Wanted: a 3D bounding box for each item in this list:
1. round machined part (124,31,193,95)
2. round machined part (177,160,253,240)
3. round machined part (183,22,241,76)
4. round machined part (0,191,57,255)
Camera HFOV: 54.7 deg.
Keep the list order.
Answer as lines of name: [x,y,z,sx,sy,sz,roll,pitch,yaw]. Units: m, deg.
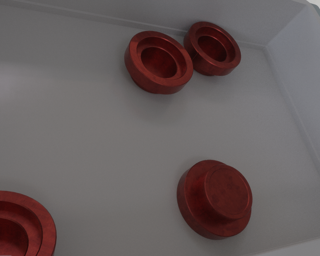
round machined part: [-0.005,-0.088,0.446,0.099,0.042,0.098,14,56,-21]
round machined part: [0.074,0.084,0.383,0.099,0.042,0.098,14,56,-21]
round machined part: [0.082,-0.126,0.515,0.099,0.042,0.098,14,56,-21]
round machined part: [-0.136,0.100,0.245,0.099,0.042,0.098,14,33,-9]
